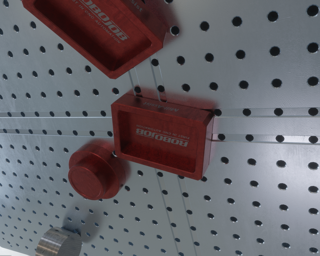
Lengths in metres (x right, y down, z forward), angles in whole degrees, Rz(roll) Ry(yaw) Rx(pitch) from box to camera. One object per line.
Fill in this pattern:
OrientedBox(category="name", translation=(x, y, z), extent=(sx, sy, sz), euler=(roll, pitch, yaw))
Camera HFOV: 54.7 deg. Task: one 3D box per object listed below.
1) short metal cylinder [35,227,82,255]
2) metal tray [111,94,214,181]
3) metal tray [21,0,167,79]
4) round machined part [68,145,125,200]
OrientedBox(category="short metal cylinder", translation=(-0.208, 0.252, 0.641), extent=(0.050, 0.080, 0.079), euler=(10, 123, 23))
OrientedBox(category="metal tray", translation=(0.001, 0.011, 0.414), extent=(0.130, 0.030, 0.089), euler=(13, 124, 20))
OrientedBox(category="metal tray", translation=(-0.067, -0.120, 0.336), extent=(0.090, 0.030, 0.130), euler=(-25, 129, 37))
OrientedBox(category="round machined part", translation=(-0.110, 0.079, 0.507), extent=(0.098, 0.042, 0.097), euler=(13, 124, 21))
